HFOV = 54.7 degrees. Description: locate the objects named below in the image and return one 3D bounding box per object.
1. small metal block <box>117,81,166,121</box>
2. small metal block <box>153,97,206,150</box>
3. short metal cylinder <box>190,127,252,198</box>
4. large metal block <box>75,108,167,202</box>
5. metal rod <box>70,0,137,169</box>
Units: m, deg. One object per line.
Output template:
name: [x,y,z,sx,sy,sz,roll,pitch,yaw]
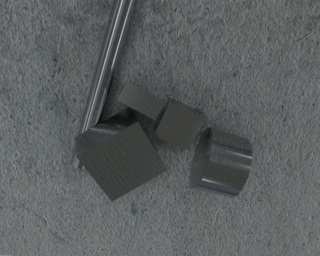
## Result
small metal block: [-0.025,-0.034,0.381,0.050,0.050,0.025,28,92,-10]
small metal block: [0.025,-0.006,0.408,0.050,0.025,0.050,23,108,-9]
short metal cylinder: [0.076,0.044,0.398,0.050,0.080,0.079,16,109,-6]
large metal block: [-0.049,0.032,0.393,0.080,0.050,0.080,-30,119,-1]
metal rod: [-0.062,-0.083,0.378,0.025,0.025,0.298,18,109,-7]
